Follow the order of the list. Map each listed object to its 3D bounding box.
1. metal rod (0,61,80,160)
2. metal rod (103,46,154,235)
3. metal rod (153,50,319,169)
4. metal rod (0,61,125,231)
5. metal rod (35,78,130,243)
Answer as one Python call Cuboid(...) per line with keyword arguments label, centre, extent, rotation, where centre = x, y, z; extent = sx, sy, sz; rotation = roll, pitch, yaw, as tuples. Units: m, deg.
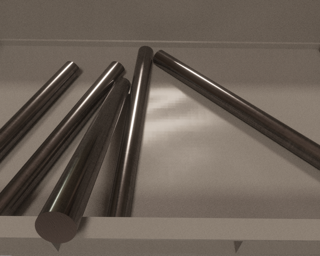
Cuboid(label="metal rod", centre=(-0.194, 0.012, 0.392), extent=(0.025, 0.025, 0.301), rotation=(18, 52, 14))
Cuboid(label="metal rod", centre=(-0.035, -0.010, 0.413), extent=(0.025, 0.025, 0.300), rotation=(4, 50, 2))
Cuboid(label="metal rod", centre=(0.104, -0.034, 0.434), extent=(0.300, 0.025, 0.025), rotation=(37, 59, 27))
Cuboid(label="metal rod", centre=(-0.126, 0.012, 0.393), extent=(0.025, 0.025, 0.301), rotation=(19, 52, 14))
Cuboid(label="metal rod", centre=(-0.059, -0.002, 0.323), extent=(0.025, 0.025, 0.300), rotation=(1, 24, 1))
